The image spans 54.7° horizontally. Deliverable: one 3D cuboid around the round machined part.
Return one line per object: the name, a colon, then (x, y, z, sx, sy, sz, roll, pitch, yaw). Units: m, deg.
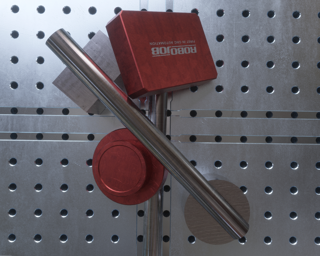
round machined part: (-0.042, 0.049, 0.389, 0.098, 0.042, 0.097, 0, 90, 17)

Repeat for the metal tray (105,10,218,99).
metal tray: (0.008, -0.090, 0.372, 0.131, 0.030, 0.090, -18, 90, -42)

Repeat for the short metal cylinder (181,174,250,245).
short metal cylinder: (0.070, 0.103, 0.402, 0.081, 0.050, 0.079, 0, 90, -1)

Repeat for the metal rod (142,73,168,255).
metal rod: (-0.005, 0.020, 0.413, 0.025, 0.025, 0.298, 2, 90, -1)

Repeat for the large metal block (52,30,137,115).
large metal block: (-0.075, -0.064, 0.386, 0.050, 0.080, 0.080, 41, 90, -1)

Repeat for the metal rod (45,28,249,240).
metal rod: (-0.007, 0.013, 0.343, 0.025, 0.025, 0.300, -43, 98, 0)
